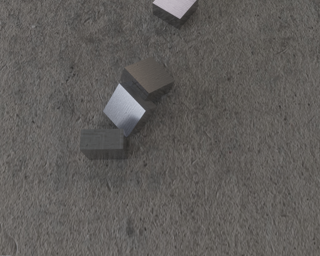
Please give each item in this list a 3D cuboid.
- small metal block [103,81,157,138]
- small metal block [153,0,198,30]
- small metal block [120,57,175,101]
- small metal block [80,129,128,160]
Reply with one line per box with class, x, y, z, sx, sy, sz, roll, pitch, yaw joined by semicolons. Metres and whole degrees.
small metal block;-0.039;-0.024;0.401;0.050;0.050;0.025;46;34;14
small metal block;0.024;-0.188;0.477;0.050;0.025;0.050;34;73;11
small metal block;-0.017;-0.065;0.422;0.050;0.025;0.050;-31;71;-36
small metal block;-0.068;0.021;0.386;0.050;0.050;0.025;-1;70;-1
